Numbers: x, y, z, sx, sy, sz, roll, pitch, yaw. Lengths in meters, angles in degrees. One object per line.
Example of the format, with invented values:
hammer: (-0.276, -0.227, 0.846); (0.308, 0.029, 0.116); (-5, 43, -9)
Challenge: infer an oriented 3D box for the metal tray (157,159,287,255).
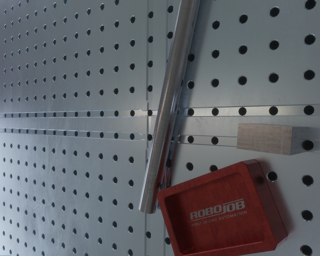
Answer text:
metal tray: (0.063, 0.098, 0.353); (0.130, 0.030, 0.090); (-28, 73, 36)

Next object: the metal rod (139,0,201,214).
metal rod: (0.012, -0.033, 0.399); (0.025, 0.025, 0.298); (19, 102, 38)

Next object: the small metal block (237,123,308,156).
small metal block: (0.110, 0.009, 0.302); (0.050, 0.050, 0.025); (6, 94, 40)
